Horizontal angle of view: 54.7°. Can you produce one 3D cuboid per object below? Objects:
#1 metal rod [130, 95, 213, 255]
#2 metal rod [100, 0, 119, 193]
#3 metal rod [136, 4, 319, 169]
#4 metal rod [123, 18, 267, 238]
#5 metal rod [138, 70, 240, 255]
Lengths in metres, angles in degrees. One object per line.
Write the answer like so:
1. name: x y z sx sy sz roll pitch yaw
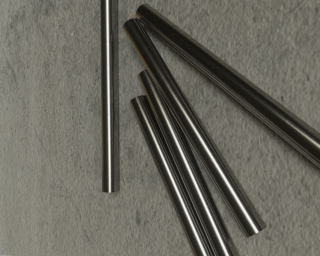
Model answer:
1. metal rod: 0.028 0.091 0.380 0.025 0.025 0.299 -37 68 33
2. metal rod: -0.076 -0.055 0.464 0.025 0.025 0.298 -1 89 39
3. metal rod: 0.067 -0.062 0.347 0.300 0.025 0.025 46 118 29
4. metal rod: 0.030 -0.015 0.370 0.025 0.025 0.299 -42 68 32
5. metal rod: 0.038 0.058 0.371 0.025 0.025 0.299 -36 68 34
